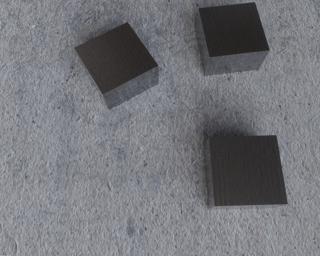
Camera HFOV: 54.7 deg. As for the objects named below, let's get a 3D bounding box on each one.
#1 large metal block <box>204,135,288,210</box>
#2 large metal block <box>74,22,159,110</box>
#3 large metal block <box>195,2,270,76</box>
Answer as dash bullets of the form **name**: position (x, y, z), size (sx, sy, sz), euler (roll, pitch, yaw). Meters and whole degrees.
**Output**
- **large metal block**: position (0.099, 0.055, 0.375), size (0.081, 0.050, 0.080), euler (-1, 70, -1)
- **large metal block**: position (-0.057, -0.084, 0.425), size (0.080, 0.050, 0.080), euler (-30, 73, -10)
- **large metal block**: position (0.099, -0.126, 0.441), size (0.081, 0.050, 0.080), euler (-7, 70, -3)
